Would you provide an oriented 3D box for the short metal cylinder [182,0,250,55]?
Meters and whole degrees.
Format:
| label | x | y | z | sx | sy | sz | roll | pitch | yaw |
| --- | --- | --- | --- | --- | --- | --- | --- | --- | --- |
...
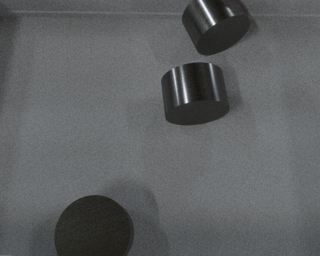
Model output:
| label | x | y | z | sx | sy | sz | roll | pitch | yaw |
| --- | --- | --- | --- | --- | --- | --- | --- | --- | --- |
| short metal cylinder | 0.078 | -0.148 | 0.435 | 0.080 | 0.080 | 0.050 | -21 | 72 | -7 |

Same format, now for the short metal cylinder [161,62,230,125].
| label | x | y | z | sx | sy | sz | roll | pitch | yaw |
| --- | --- | --- | --- | --- | --- | --- | --- | --- | --- |
| short metal cylinder | 0.044 | -0.041 | 0.396 | 0.081 | 0.080 | 0.050 | -5 | 70 | -2 |

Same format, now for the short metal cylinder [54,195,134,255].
| label | x | y | z | sx | sy | sz | roll | pitch | yaw |
| --- | --- | --- | --- | --- | --- | --- | --- | --- | --- |
| short metal cylinder | -0.072 | 0.120 | 0.352 | 0.081 | 0.050 | 0.080 | 0 | 70 | 0 |
